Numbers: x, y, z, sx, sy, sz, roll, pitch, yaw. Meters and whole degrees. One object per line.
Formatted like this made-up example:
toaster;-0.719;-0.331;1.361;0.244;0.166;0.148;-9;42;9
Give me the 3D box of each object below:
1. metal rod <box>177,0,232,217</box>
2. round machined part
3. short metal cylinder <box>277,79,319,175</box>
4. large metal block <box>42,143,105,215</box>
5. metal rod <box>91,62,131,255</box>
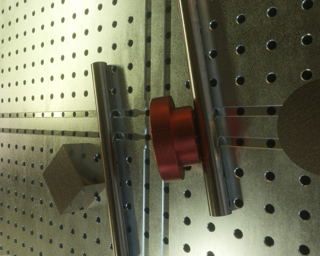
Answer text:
metal rod;0.048;-0.049;0.367;0.025;0.025;0.298;-13;82;39
round machined part;0.021;0.011;0.353;0.042;0.098;0.097;-9;84;9
short metal cylinder;0.151;-0.001;0.268;0.080;0.050;0.079;0;90;39
large metal block;-0.138;0.081;0.504;0.080;0.050;0.080;-49;61;28
metal rod;-0.075;0.047;0.468;0.025;0.025;0.298;-13;82;39
